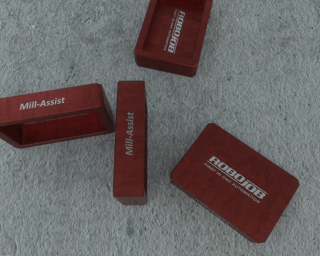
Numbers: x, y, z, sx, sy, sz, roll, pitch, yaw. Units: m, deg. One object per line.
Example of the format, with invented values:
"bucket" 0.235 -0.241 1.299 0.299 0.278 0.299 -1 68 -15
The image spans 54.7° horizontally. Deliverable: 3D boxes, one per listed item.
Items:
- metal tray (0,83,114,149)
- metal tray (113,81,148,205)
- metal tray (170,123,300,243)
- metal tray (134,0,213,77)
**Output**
"metal tray" -0.127 -0.011 0.376 0.131 0.090 0.030 -10 71 -4
"metal tray" -0.032 0.021 0.365 0.030 0.090 0.130 0 70 0
"metal tray" 0.089 0.066 0.382 0.130 0.030 0.090 35 74 12
"metal tray" 0.022 -0.146 0.458 0.090 0.030 0.130 13 70 4
